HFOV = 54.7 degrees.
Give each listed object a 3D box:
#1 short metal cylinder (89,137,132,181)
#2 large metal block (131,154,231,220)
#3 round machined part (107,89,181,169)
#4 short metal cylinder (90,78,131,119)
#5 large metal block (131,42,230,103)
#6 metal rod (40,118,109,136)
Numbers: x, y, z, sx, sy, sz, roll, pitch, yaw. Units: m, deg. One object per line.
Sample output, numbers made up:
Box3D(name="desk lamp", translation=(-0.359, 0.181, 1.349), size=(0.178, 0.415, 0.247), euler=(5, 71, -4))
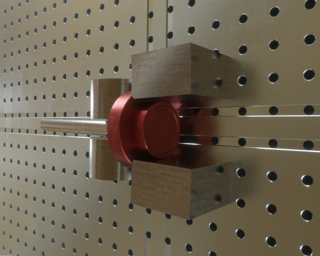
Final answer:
Box3D(name="short metal cylinder", translation=(-0.054, 0.038, 0.418), size=(0.080, 0.081, 0.050), euler=(2, 92, 40))
Box3D(name="large metal block", translation=(0.024, 0.062, 0.354), size=(0.080, 0.081, 0.050), euler=(4, 93, 40))
Box3D(name="round machined part", translation=(-0.012, 0.002, 0.371), size=(0.042, 0.099, 0.097), euler=(1, 91, 40))
Box3D(name="short metal cylinder", translation=(-0.053, -0.037, 0.418), size=(0.080, 0.081, 0.050), euler=(1, 91, 40))
Box3D(name="large metal block", translation=(0.025, -0.058, 0.354), size=(0.080, 0.081, 0.050), euler=(0, 90, 40))
Box3D(name="metal rod", translation=(-0.107, -0.001, 0.483), size=(0.300, 0.025, 0.025), euler=(3, 92, 44))
